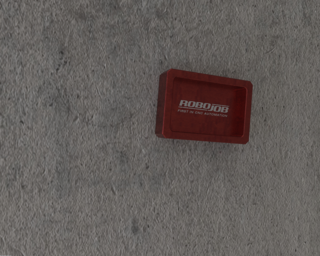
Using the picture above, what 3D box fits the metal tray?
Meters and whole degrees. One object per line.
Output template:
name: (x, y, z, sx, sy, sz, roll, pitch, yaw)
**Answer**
metal tray: (0.062, -0.027, 0.428, 0.131, 0.030, 0.090, 5, 88, -20)
